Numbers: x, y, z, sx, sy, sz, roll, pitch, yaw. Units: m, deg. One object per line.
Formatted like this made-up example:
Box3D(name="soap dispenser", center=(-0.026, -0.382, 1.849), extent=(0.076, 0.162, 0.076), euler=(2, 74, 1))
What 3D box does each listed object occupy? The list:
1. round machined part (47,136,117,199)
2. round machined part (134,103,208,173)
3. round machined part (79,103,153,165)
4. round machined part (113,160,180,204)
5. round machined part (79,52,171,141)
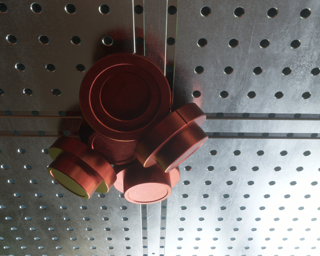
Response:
Box3D(name="round machined part", center=(-0.111, 0.059, 0.418), extent=(0.098, 0.042, 0.097), euler=(24, 148, 17))
Box3D(name="round machined part", center=(0.020, 0.017, 0.377), extent=(0.042, 0.099, 0.097), euler=(50, 123, 13))
Box3D(name="round machined part", center=(-0.057, 0.011, 0.407), extent=(0.099, 0.042, 0.097), euler=(-1, 130, 0))
Box3D(name="round machined part", center=(-0.019, 0.077, 0.450), extent=(0.099, 0.042, 0.097), euler=(-5, 142, -4))
Box3D(name="round machined part", center=(-0.039, -0.038, 0.353), extent=(0.099, 0.042, 0.097), euler=(-2, 109, -5))
